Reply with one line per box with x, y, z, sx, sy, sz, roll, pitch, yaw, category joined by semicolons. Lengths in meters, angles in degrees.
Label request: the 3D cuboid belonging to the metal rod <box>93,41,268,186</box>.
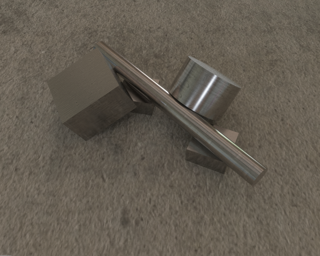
0.007;-0.034;0.401;0.025;0.025;0.300;-34;58;-25;metal rod

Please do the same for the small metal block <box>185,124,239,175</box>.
0.065;0.024;0.386;0.050;0.025;0.050;19;52;15;small metal block

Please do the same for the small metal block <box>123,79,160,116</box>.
-0.031;-0.047;0.444;0.050;0.025;0.050;10;51;7;small metal block

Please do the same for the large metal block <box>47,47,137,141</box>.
-0.089;-0.044;0.403;0.080;0.050;0.080;-34;55;3;large metal block

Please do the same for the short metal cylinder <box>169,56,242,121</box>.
0.059;-0.052;0.407;0.080;0.050;0.080;28;18;-10;short metal cylinder
